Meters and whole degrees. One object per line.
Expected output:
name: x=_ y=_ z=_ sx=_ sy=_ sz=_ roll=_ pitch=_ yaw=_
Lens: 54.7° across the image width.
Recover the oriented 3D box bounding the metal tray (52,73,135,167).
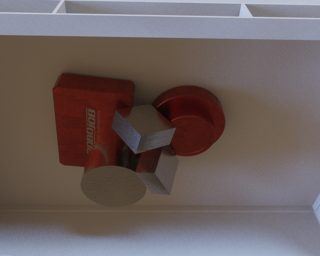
metal tray: x=-0.083 y=-0.003 z=0.397 sx=0.091 sy=0.030 sz=0.129 roll=6 pitch=130 yaw=-6

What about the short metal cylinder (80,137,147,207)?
short metal cylinder: x=-0.057 y=0.057 z=0.399 sx=0.081 sy=0.050 sz=0.079 roll=0 pitch=130 yaw=0

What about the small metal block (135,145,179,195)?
small metal block: x=-0.002 y=0.047 z=0.379 sx=0.025 sy=0.050 sz=0.050 roll=-2 pitch=140 yaw=26

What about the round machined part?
round machined part: x=0.034 y=-0.002 z=0.395 sx=0.099 sy=0.042 sz=0.097 roll=-1 pitch=130 yaw=0

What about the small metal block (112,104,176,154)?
small metal block: x=-0.019 y=-0.001 z=0.356 sx=0.050 sy=0.050 sz=0.025 roll=-13 pitch=135 yaw=-39
